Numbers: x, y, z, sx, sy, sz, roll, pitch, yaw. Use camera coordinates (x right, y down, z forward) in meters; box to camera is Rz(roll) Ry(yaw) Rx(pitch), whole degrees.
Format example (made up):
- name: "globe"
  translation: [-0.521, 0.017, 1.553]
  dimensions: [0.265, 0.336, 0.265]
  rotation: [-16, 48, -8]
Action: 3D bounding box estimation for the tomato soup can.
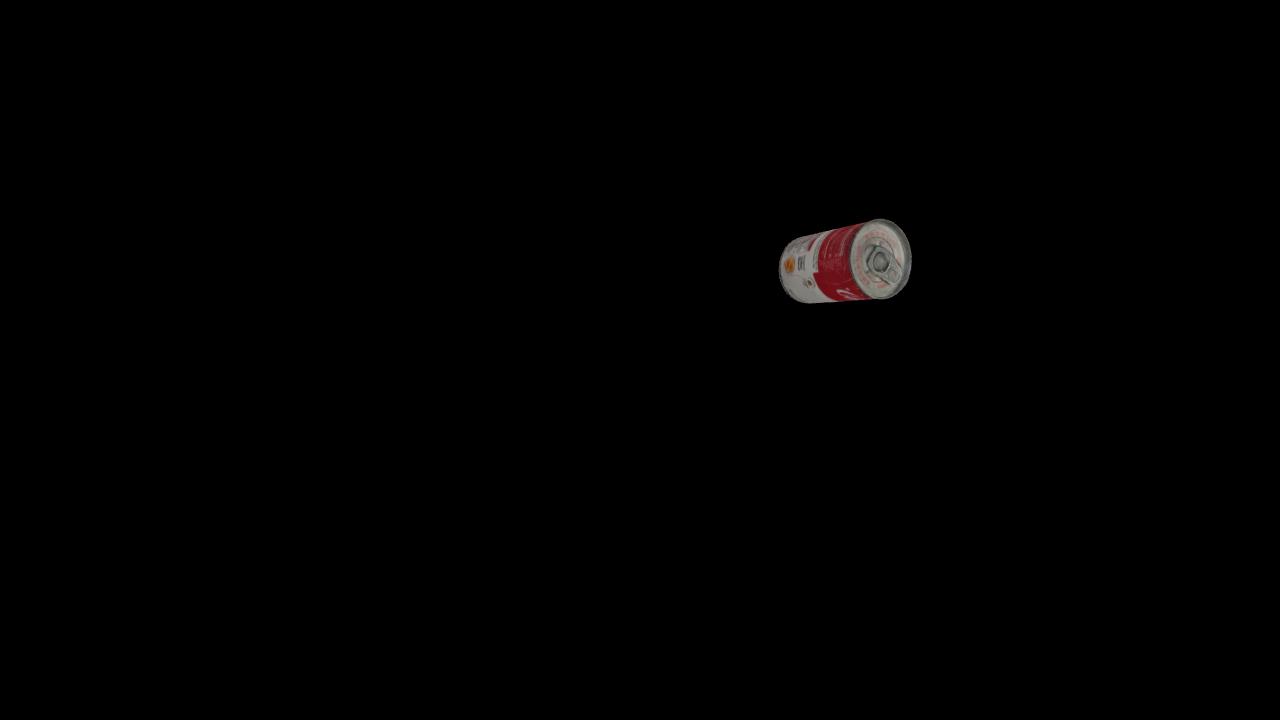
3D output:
- name: "tomato soup can"
  translation: [0.181, -0.086, 0.556]
  dimensions: [0.068, 0.068, 0.101]
  rotation: [0, 3, -24]
